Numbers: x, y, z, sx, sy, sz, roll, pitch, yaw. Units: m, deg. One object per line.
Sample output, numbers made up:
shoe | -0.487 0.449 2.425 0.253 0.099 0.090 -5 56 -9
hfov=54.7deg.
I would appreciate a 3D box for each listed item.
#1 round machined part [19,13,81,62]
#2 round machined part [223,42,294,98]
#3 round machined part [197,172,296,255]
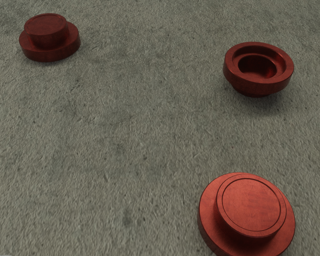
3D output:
round machined part | -0.188 -0.158 0.524 0.099 0.042 0.098 0 50 0
round machined part | 0.143 -0.083 0.463 0.099 0.042 0.098 0 50 0
round machined part | 0.090 0.087 0.320 0.099 0.042 0.098 0 50 0
